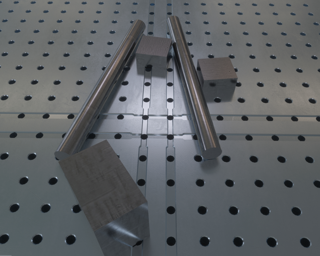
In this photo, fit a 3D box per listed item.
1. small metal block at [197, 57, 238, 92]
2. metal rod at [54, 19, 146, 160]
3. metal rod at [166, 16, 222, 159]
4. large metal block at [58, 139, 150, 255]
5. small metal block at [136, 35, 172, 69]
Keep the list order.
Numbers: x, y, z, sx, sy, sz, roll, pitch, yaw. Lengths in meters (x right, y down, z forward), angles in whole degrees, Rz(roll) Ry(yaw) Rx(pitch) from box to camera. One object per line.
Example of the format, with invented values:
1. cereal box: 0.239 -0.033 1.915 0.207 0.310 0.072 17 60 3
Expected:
1. small metal block: 0.087 -0.082 0.477 0.050 0.025 0.050 -5 50 -4
2. metal rod: -0.077 -0.075 0.469 0.025 0.025 0.300 12 51 10
3. metal rod: 0.044 -0.082 0.476 0.025 0.025 0.300 -6 50 -5
4. large metal block: -0.053 0.073 0.310 0.050 0.080 0.080 -26 55 -20
5. small metal block: -0.009 -0.126 0.513 0.050 0.025 0.050 9 51 7
